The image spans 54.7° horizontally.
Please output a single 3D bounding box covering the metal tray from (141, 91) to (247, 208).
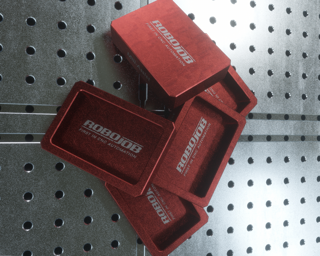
[{"bbox_3d":[0.044,0.024,0.396,0.090,0.030,0.130,30,80,-18],"label":"metal tray"}]

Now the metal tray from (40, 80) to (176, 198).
[{"bbox_3d":[-0.058,0.011,0.357,0.130,0.030,0.090,25,80,12],"label":"metal tray"}]

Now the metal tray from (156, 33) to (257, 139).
[{"bbox_3d":[0.066,-0.054,0.435,0.090,0.030,0.130,-45,105,-15],"label":"metal tray"}]

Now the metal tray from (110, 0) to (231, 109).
[{"bbox_3d":[0.011,-0.096,0.382,0.091,0.030,0.130,-32,71,-18],"label":"metal tray"}]

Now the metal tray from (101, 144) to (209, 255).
[{"bbox_3d":[-0.005,0.095,0.409,0.090,0.030,0.130,-34,102,-17],"label":"metal tray"}]
